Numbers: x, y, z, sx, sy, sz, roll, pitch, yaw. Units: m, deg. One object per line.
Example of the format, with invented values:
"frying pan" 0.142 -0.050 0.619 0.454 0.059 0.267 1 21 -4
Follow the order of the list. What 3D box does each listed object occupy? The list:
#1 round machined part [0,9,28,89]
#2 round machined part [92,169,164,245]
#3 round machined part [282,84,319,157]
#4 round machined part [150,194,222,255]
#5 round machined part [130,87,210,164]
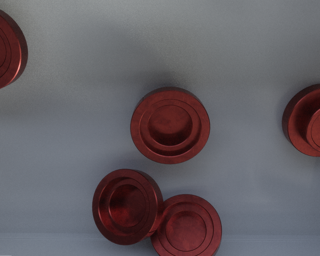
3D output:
"round machined part" -0.205 -0.095 0.365 0.099 0.042 0.097 0 110 0
"round machined part" -0.040 0.106 0.424 0.098 0.042 0.098 -4 79 23
"round machined part" 0.215 -0.006 0.402 0.099 0.042 0.097 0 110 0
"round machined part" 0.037 0.147 0.437 0.099 0.098 0.042 -10 145 3
"round machined part" 0.013 -0.006 0.400 0.099 0.042 0.097 0 110 0
